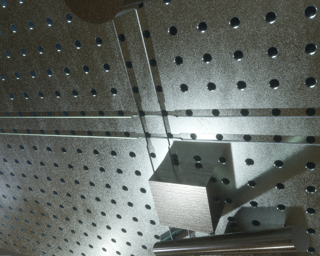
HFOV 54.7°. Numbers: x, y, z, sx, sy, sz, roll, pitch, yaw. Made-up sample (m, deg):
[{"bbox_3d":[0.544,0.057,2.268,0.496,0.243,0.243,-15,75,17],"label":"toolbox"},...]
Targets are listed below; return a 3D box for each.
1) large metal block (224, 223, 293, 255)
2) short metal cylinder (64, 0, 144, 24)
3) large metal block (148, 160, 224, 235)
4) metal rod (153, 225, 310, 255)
[{"bbox_3d":[0.139,0.182,0.434,0.080,0.050,0.080,-9,114,32],"label":"large metal block"},{"bbox_3d":[-0.060,-0.157,0.328,0.080,0.050,0.079,13,124,20],"label":"short metal cylinder"},{"bbox_3d":[0.038,0.094,0.432,0.080,0.050,0.079,1,119,27],"label":"large metal block"},{"bbox_3d":[0.067,0.160,0.421,0.025,0.025,0.299,46,145,-4],"label":"metal rod"}]
